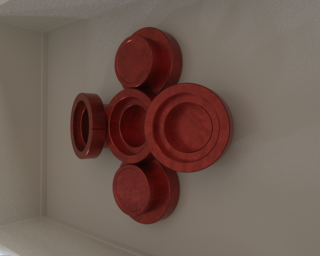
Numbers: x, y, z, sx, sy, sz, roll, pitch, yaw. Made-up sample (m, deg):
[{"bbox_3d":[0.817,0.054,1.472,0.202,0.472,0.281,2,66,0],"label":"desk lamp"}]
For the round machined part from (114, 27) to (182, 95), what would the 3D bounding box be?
[{"bbox_3d":[-0.023,-0.085,0.412,0.098,0.042,0.097,0,90,40],"label":"round machined part"}]

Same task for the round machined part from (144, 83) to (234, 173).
[{"bbox_3d":[0.035,0.000,0.354,0.098,0.042,0.097,0,90,23],"label":"round machined part"}]

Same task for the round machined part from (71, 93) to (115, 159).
[{"bbox_3d":[-0.099,-0.003,0.465,0.098,0.042,0.097,0,89,57],"label":"round machined part"}]

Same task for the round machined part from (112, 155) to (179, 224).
[{"bbox_3d":[-0.026,0.080,0.415,0.098,0.042,0.097,0,90,40],"label":"round machined part"}]

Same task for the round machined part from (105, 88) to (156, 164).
[{"bbox_3d":[-0.027,-0.003,0.415,0.098,0.042,0.097,0,90,40],"label":"round machined part"}]
